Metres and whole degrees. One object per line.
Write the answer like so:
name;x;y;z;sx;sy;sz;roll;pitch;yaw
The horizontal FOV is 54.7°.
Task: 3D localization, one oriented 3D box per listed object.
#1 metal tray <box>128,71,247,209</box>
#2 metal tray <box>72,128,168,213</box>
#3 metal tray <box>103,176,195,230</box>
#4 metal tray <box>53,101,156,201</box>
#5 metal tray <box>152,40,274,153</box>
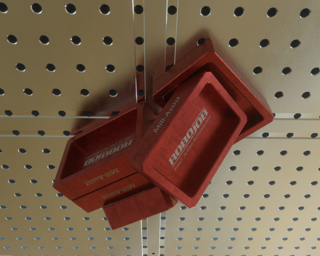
metal tray;0.036;0.012;0.348;0.090;0.030;0.130;43;73;-30
metal tray;-0.050;0.048;0.407;0.130;0.090;0.030;-26;126;20
metal tray;-0.007;0.093;0.430;0.090;0.131;0.030;-25;84;20
metal tray;-0.067;0.028;0.391;0.130;0.090;0.030;-26;126;20
metal tray;0.066;-0.032;0.380;0.090;0.030;0.130;-36;122;26
